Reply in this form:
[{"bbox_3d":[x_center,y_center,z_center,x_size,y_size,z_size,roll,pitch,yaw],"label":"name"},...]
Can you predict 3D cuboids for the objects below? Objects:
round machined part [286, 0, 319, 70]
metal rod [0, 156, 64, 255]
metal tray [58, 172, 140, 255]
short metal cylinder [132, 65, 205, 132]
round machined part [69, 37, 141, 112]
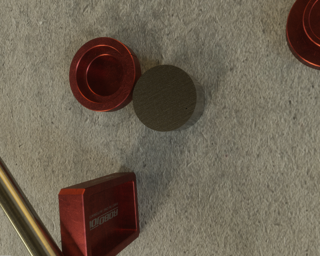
[{"bbox_3d":[0.189,-0.113,0.334,0.098,0.042,0.097,0,90,19],"label":"round machined part"},{"bbox_3d":[-0.097,0.146,0.303,0.025,0.025,0.300,-42,77,15],"label":"metal rod"},{"bbox_3d":[-0.067,0.107,0.376,0.030,0.130,0.089,-5,89,20],"label":"metal tray"},{"bbox_3d":[0.013,-0.035,0.391,0.080,0.050,0.079,0,90,19],"label":"short metal cylinder"},{"bbox_3d":[-0.070,-0.070,0.424,0.098,0.042,0.097,0,90,19],"label":"round machined part"}]
